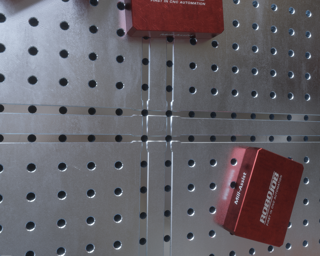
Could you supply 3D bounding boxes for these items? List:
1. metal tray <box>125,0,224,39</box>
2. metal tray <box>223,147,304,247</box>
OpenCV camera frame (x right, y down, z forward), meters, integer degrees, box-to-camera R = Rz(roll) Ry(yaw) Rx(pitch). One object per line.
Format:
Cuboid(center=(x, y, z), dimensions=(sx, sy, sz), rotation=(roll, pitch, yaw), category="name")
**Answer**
Cuboid(center=(0.020, -0.170, 0.417), dimensions=(0.131, 0.030, 0.090), rotation=(-5, 92, -20), category="metal tray")
Cuboid(center=(0.158, 0.103, 0.468), dimensions=(0.090, 0.030, 0.130), rotation=(21, 83, -19), category="metal tray")
